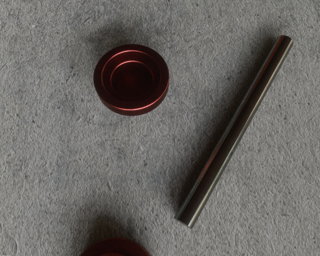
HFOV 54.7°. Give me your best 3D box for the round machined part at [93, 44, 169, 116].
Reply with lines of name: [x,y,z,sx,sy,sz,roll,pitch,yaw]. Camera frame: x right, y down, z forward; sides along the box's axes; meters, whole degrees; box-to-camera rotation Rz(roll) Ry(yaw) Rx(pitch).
round machined part: [-0.037,-0.061,0.421,0.099,0.042,0.098,0,70,0]

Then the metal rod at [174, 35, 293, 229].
metal rod: [0.105,-0.007,0.411,0.025,0.025,0.300,30,72,10]

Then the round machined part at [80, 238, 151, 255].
round machined part: [-0.050,0.171,0.336,0.099,0.042,0.098,0,70,0]
